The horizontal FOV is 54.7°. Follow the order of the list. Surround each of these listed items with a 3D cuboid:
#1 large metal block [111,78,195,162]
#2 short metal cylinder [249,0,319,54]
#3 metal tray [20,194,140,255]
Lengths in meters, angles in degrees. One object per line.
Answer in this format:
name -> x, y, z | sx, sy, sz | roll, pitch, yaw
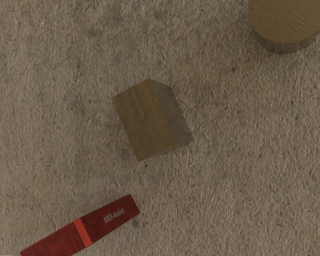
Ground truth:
large metal block -> -0.005, -0.009, 0.382 | 0.050, 0.080, 0.080 | -26, 82, 18
short metal cylinder -> 0.142, -0.128, 0.346 | 0.080, 0.050, 0.080 | 0, 90, 20
metal tray -> -0.091, 0.127, 0.385 | 0.090, 0.130, 0.030 | -32, 80, 17
